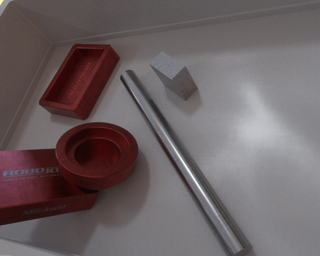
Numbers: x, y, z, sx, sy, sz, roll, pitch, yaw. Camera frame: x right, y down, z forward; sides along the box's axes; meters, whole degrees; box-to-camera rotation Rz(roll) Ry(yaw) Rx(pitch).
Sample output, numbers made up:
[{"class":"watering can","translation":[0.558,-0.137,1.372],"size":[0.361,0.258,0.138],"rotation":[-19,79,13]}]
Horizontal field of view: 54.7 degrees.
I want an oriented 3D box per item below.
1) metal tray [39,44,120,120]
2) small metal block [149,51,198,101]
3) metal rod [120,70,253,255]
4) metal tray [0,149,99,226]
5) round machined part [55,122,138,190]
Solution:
[{"class":"metal tray","translation":[-0.135,-0.081,0.520],"size":[0.090,0.030,0.130],"rotation":[11,67,32]},{"class":"small metal block","translation":[0.019,-0.071,0.422],"size":[0.025,0.050,0.050],"rotation":[-45,51,-3]},{"class":"metal rod","translation":[0.014,0.020,0.385],"size":[0.025,0.025,0.300],"rotation":[-36,51,4]},{"class":"metal tray","translation":[-0.153,0.066,0.381],"size":[0.090,0.131,0.030],"rotation":[50,127,39]},{"class":"round machined part","translation":[-0.078,0.039,0.390],"size":[0.099,0.042,0.098],"rotation":[6,39,-4]}]
